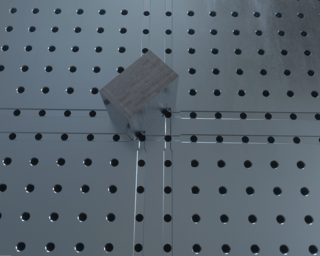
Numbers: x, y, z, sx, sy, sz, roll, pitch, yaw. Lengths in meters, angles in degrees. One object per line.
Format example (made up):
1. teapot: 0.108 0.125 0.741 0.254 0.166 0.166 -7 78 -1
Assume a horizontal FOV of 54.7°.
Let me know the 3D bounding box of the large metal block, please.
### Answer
1. large metal block: -0.024 -0.039 0.396 0.080 0.080 0.050 -42 76 -14
